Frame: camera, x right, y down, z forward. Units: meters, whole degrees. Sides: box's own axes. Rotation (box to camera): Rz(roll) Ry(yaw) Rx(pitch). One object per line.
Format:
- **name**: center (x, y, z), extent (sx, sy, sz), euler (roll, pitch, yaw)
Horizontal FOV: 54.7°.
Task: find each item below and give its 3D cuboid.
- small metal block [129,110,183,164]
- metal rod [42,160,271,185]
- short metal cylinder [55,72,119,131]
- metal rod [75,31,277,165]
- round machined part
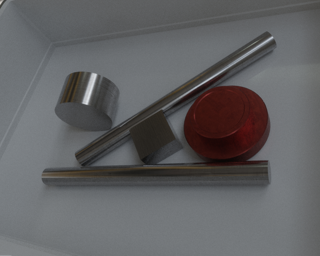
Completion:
- **small metal block**: center (-0.006, 0.014, 0.396), extent (0.050, 0.025, 0.050), euler (-31, 52, 8)
- **metal rod**: center (-0.024, 0.057, 0.380), extent (0.301, 0.025, 0.025), euler (-5, 60, 25)
- **short metal cylinder**: center (-0.103, -0.036, 0.443), extent (0.080, 0.080, 0.050), euler (-5, 60, 25)
- **metal rod**: center (0.016, -0.035, 0.416), extent (0.300, 0.025, 0.025), euler (-32, 52, 7)
- **round machined part**: center (0.073, -0.010, 0.358), extent (0.098, 0.042, 0.098), euler (-13, 56, 20)
